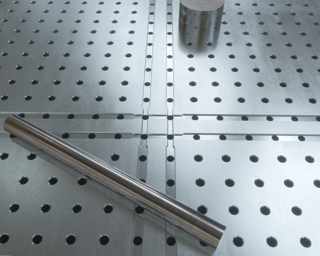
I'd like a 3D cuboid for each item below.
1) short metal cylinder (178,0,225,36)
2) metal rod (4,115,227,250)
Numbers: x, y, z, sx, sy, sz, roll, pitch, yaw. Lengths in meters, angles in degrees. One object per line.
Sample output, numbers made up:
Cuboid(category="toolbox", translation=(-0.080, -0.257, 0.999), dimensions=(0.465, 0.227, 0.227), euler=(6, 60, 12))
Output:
Cuboid(category="short metal cylinder", translation=(0.075, -0.214, 0.571), dimensions=(0.080, 0.050, 0.080), euler=(0, 50, 0))
Cuboid(category="metal rod", translation=(-0.067, 0.053, 0.362), dimensions=(0.301, 0.025, 0.025), euler=(24, 54, 19))
